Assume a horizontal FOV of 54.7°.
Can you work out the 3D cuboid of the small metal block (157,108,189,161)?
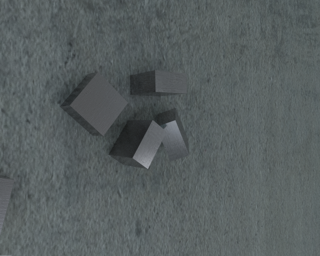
[{"bbox_3d":[0.017,0.008,0.404,0.050,0.025,0.050,-82,151,-69],"label":"small metal block"}]

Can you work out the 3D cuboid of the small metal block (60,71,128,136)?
[{"bbox_3d":[-0.072,-0.026,0.346,0.050,0.025,0.050,48,62,-30],"label":"small metal block"}]

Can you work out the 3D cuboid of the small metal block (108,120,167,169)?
[{"bbox_3d":[-0.027,0.018,0.368,0.025,0.050,0.050,41,65,-33],"label":"small metal block"}]

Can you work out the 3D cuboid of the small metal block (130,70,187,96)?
[{"bbox_3d":[-0.002,-0.055,0.388,0.050,0.050,0.025,-3,92,-40],"label":"small metal block"}]

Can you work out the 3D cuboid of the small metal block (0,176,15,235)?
[{"bbox_3d":[-0.163,0.065,0.269,0.050,0.025,0.050,18,79,-39],"label":"small metal block"}]
